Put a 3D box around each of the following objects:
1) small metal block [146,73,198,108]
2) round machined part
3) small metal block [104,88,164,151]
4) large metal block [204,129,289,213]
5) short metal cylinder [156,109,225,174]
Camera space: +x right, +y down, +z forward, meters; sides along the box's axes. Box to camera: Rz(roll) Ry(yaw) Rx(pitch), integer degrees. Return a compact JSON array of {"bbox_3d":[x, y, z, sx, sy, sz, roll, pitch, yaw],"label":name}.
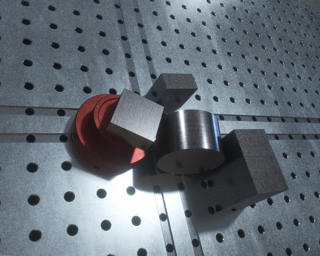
[{"bbox_3d":[0.016,-0.051,0.434,0.050,0.050,0.025,-5,64,-31],"label":"small metal block"},{"bbox_3d":[-0.052,-0.001,0.371,0.099,0.042,0.098,14,56,-21],"label":"round machined part"},{"bbox_3d":[-0.028,-0.009,0.346,0.050,0.025,0.050,25,53,-13],"label":"small metal block"},{"bbox_3d":[0.103,0.055,0.397,0.050,0.080,0.080,0,62,-29],"label":"large metal block"},{"bbox_3d":[0.035,0.019,0.382,0.081,0.080,0.050,10,58,-23],"label":"short metal cylinder"}]
